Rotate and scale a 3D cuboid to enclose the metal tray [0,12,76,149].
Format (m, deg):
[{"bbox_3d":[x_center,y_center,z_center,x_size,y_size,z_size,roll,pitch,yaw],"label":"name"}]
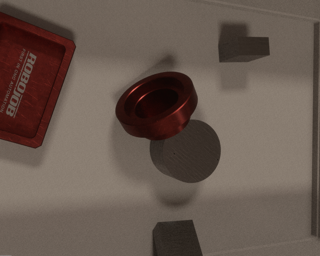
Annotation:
[{"bbox_3d":[-0.159,-0.051,0.348,0.091,0.030,0.129,19,84,-20],"label":"metal tray"}]

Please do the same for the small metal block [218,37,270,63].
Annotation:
[{"bbox_3d":[0.119,-0.111,0.443,0.050,0.050,0.025,-5,92,-20],"label":"small metal block"}]

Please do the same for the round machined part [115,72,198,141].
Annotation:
[{"bbox_3d":[-0.001,-0.023,0.379,0.098,0.098,0.042,-39,130,-16],"label":"round machined part"}]

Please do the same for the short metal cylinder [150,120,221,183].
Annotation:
[{"bbox_3d":[0.033,0.029,0.411,0.081,0.050,0.079,0,90,-21],"label":"short metal cylinder"}]

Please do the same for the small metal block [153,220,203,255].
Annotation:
[{"bbox_3d":[0.022,0.151,0.406,0.050,0.025,0.050,3,47,-20],"label":"small metal block"}]
